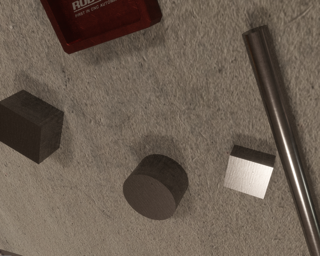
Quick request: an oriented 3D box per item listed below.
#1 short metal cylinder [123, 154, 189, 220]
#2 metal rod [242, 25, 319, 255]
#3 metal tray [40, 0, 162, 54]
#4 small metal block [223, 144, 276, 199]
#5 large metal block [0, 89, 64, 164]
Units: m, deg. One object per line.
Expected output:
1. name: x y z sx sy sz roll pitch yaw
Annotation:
1. short metal cylinder: -0.006 0.084 0.444 0.080 0.050 0.079 13 124 20
2. metal rod: 0.149 0.034 0.348 0.025 0.025 0.299 -11 113 32
3. metal tray: -0.072 -0.144 0.350 0.130 0.030 0.090 -8 115 31
4. small metal block: 0.110 0.054 0.382 0.050 0.025 0.050 16 125 19
5. large metal block: -0.207 -0.002 0.496 0.080 0.050 0.079 28 128 9
